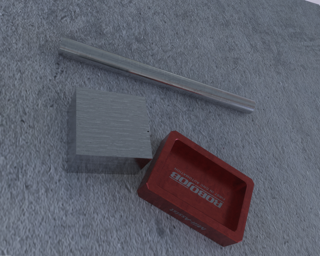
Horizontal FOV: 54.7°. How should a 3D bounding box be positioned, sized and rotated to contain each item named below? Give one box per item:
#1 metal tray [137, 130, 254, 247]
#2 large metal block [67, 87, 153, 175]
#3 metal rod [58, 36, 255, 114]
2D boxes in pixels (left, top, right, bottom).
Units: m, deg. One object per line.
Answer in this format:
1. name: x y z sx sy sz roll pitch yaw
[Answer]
1. metal tray: 0.048 0.073 0.381 0.130 0.030 0.090 33 51 -7
2. large metal block: -0.060 0.006 0.352 0.081 0.050 0.080 6 59 -25
3. metal rod: 0.009 -0.070 0.451 0.302 0.025 0.025 15 56 -20
